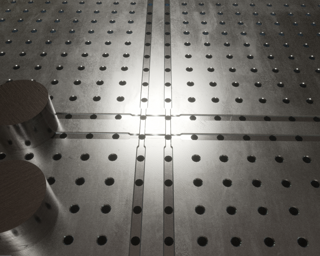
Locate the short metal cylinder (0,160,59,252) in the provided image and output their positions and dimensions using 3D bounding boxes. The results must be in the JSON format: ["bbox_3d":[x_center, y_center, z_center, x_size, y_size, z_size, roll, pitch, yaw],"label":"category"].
[{"bbox_3d":[-0.153,0.080,0.322,0.081,0.050,0.080,0,50,0],"label":"short metal cylinder"}]

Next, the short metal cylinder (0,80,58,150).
[{"bbox_3d":[-0.180,-0.018,0.404,0.081,0.050,0.080,0,50,0],"label":"short metal cylinder"}]
